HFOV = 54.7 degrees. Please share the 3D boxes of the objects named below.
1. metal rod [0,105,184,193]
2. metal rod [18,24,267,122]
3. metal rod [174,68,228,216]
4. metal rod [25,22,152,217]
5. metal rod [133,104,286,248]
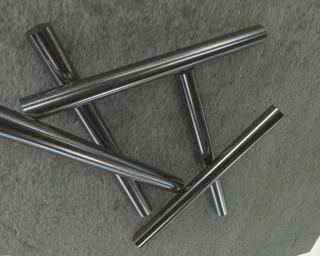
[{"bbox_3d":[-0.056,0.040,0.362,0.025,0.025,0.301,-50,141,7],"label":"metal rod"},{"bbox_3d":[0.002,-0.069,0.346,0.302,0.025,0.025,-23,127,-23],"label":"metal rod"},{"bbox_3d":[0.070,0.039,0.471,0.025,0.025,0.299,-29,129,-11],"label":"metal rod"},{"bbox_3d":[-0.069,0.016,0.380,0.025,0.025,0.299,-30,129,-10],"label":"metal rod"},{"bbox_3d":[0.064,0.080,0.465,0.025,0.025,0.299,31,110,-38],"label":"metal rod"}]
